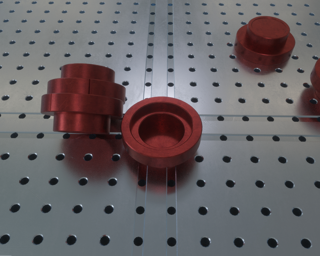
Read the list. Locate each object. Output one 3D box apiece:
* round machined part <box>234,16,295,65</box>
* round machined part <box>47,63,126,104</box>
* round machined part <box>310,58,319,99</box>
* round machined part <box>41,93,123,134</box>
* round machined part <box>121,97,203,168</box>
[{"bbox_3d":[0.180,-0.154,0.527,0.099,0.042,0.098,0,50,0],"label":"round machined part"},{"bbox_3d":[-0.094,-0.055,0.403,0.098,0.098,0.042,2,87,2],"label":"round machined part"},{"bbox_3d":[0.270,-0.063,0.451,0.099,0.042,0.098,0,50,0],"label":"round machined part"},{"bbox_3d":[-0.096,-0.014,0.385,0.098,0.098,0.042,2,87,2],"label":"round machined part"},{"bbox_3d":[0.002,0.009,0.389,0.099,0.042,0.098,0,50,0],"label":"round machined part"}]
